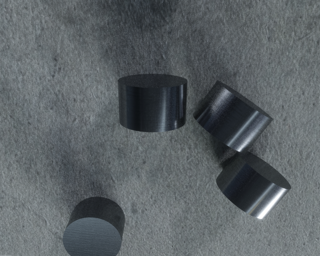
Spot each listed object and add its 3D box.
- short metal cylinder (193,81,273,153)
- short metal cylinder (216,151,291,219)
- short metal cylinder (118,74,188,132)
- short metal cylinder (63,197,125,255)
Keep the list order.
[{"bbox_3d":[0.088,-0.014,0.376,0.080,0.080,0.050,31,107,-11],"label":"short metal cylinder"},{"bbox_3d":[0.122,0.072,0.409,0.080,0.080,0.050,29,107,-11],"label":"short metal cylinder"},{"bbox_3d":[-0.009,-0.032,0.368,0.081,0.080,0.050,0,110,-1],"label":"short metal cylinder"},{"bbox_3d":[-0.093,0.148,0.450,0.081,0.050,0.079,0,110,-1],"label":"short metal cylinder"}]
